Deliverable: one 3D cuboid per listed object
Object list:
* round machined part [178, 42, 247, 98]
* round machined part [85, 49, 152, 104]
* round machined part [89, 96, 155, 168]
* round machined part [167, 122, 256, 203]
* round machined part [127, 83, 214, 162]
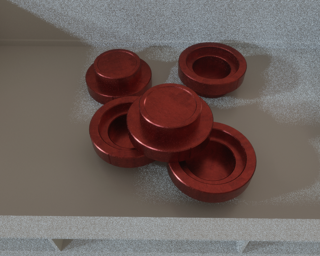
[{"bbox_3d":[0.076,-0.082,0.464,0.099,0.042,0.098,0,50,0],"label":"round machined part"},{"bbox_3d":[-0.062,-0.081,0.461,0.099,0.042,0.098,0,50,0],"label":"round machined part"},{"bbox_3d":[-0.035,0.009,0.386,0.099,0.042,0.098,0,50,0],"label":"round machined part"},{"bbox_3d":[0.057,0.042,0.359,0.099,0.042,0.098,0,50,0],"label":"round machined part"},{"bbox_3d":[0.011,-0.013,0.350,0.099,0.042,0.098,0,50,0],"label":"round machined part"}]
